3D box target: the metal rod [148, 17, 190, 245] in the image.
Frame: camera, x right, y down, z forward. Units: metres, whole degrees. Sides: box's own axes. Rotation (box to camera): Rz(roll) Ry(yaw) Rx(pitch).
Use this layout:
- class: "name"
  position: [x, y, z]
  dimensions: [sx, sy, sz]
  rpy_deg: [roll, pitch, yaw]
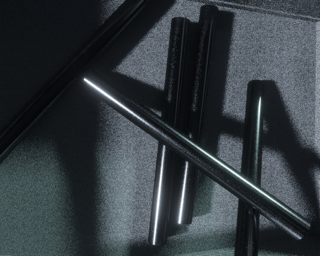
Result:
- class: "metal rod"
  position: [0.012, 0.002, 0.414]
  dimensions: [0.025, 0.025, 0.298]
  rpy_deg: [7, 88, -20]

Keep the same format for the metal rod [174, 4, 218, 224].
- class: "metal rod"
  position: [0.050, -0.020, 0.428]
  dimensions: [0.025, 0.025, 0.298]
  rpy_deg: [8, 87, -20]

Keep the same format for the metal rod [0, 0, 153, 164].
- class: "metal rod"
  position: [-0.111, -0.061, 0.369]
  dimensions: [0.025, 0.025, 0.300]
  rpy_deg: [43, 77, -15]

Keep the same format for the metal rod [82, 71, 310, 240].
- class: "metal rod"
  position: [0.035, 0.026, 0.359]
  dimensions: [0.300, 0.025, 0.025]
  rpy_deg: [35, 78, 8]

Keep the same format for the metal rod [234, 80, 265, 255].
- class: "metal rod"
  position: [0.114, 0.060, 0.388]
  dimensions: [0.025, 0.025, 0.300]
  rpy_deg: [25, 57, -18]
